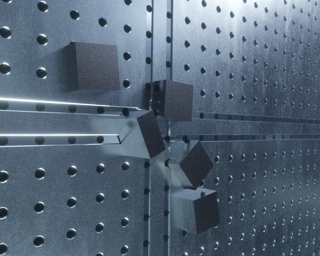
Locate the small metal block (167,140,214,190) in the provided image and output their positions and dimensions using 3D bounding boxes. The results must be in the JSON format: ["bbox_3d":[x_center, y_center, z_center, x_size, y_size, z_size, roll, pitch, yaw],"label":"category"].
[{"bbox_3d":[0.045,0.052,0.445,0.050,0.025,0.050,-47,118,-30],"label":"small metal block"}]

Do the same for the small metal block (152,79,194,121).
[{"bbox_3d":[0.018,-0.036,0.423,0.050,0.025,0.050,5,87,-40],"label":"small metal block"}]

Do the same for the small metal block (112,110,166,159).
[{"bbox_3d":[-0.025,0.007,0.371,0.025,0.050,0.050,-29,108,-36],"label":"small metal block"}]

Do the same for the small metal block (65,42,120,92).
[{"bbox_3d":[-0.074,-0.066,0.346,0.050,0.025,0.050,-7,94,-40],"label":"small metal block"}]

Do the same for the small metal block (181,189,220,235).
[{"bbox_3d":[0.060,0.122,0.459,0.050,0.025,0.050,-10,97,-39],"label":"small metal block"}]
